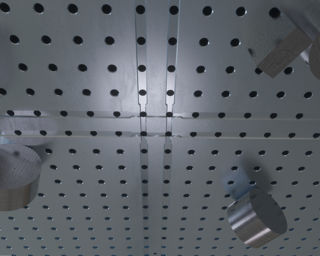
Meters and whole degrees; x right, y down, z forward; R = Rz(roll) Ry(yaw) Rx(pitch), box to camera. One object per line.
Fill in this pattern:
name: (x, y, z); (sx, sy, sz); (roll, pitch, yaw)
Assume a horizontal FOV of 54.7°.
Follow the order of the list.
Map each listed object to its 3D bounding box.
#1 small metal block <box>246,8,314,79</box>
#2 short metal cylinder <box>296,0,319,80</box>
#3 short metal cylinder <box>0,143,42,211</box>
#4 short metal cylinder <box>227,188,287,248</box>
small metal block: (0.121, -0.088, 0.322); (0.025, 0.050, 0.050); (29, 124, -22)
short metal cylinder: (0.186, -0.092, 0.319); (0.081, 0.050, 0.079); (0, 130, 0)
short metal cylinder: (-0.210, 0.068, 0.431); (0.081, 0.080, 0.050); (15, 129, -12)
short metal cylinder: (0.157, 0.145, 0.501); (0.080, 0.080, 0.050); (28, 125, -22)
